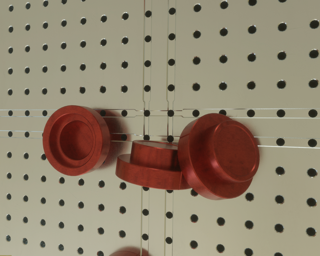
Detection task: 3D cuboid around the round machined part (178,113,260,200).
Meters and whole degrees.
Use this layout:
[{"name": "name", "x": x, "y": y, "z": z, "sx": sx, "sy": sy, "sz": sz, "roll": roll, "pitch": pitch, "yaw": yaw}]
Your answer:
[{"name": "round machined part", "x": 0.072, "y": 0.029, "z": 0.346, "sx": 0.042, "sy": 0.099, "sz": 0.098, "roll": -29, "pitch": 78, "yaw": 53}]

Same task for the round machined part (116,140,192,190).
[{"name": "round machined part", "x": -0.002, "y": 0.040, "z": 0.375, "sx": 0.098, "sy": 0.098, "sz": 0.042, "roll": 9, "pitch": 94, "yaw": 20}]

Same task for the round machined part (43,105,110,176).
[{"name": "round machined part", "x": -0.114, "y": 0.017, "z": 0.445, "sx": 0.098, "sy": 0.042, "sz": 0.097, "roll": 0, "pitch": 90, "yaw": 20}]

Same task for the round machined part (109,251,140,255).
[{"name": "round machined part", "x": -0.053, "y": 0.225, "z": 0.423, "sx": 0.098, "sy": 0.042, "sz": 0.097, "roll": 0, "pitch": 90, "yaw": 20}]
